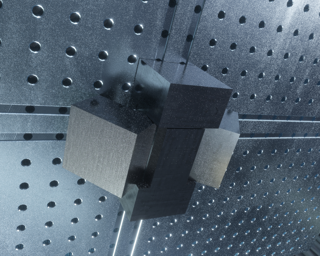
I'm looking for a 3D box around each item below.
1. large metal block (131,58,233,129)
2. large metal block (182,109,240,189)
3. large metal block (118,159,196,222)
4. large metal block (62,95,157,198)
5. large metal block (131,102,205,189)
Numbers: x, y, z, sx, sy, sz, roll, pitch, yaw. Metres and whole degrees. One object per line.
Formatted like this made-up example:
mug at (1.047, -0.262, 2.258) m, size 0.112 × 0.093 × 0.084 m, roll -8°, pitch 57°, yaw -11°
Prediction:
large metal block at (0.022, -0.041, 0.363) m, size 0.081 × 0.080 × 0.050 m, roll 1°, pitch 118°, yaw -29°
large metal block at (0.068, 0.021, 0.416) m, size 0.050 × 0.080 × 0.079 m, roll 17°, pitch 114°, yaw 5°
large metal block at (-0.012, 0.073, 0.414) m, size 0.081 × 0.080 × 0.050 m, roll 1°, pitch 118°, yaw -29°
large metal block at (-0.057, 0.018, 0.349) m, size 0.050 × 0.080 × 0.079 m, roll -36°, pitch 146°, yaw -60°
large metal block at (0.003, 0.017, 0.388) m, size 0.050 × 0.080 × 0.079 m, roll 1°, pitch 118°, yaw -29°
